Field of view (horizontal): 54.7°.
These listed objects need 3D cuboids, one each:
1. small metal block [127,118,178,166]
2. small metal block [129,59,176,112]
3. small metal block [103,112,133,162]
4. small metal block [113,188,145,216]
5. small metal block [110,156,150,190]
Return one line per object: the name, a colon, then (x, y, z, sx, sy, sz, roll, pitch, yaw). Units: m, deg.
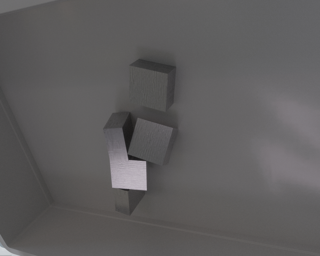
small metal block: (-0.009, 0.018, 0.410, 0.050, 0.025, 0.050, 17, 92, 18)
small metal block: (-0.010, -0.053, 0.381, 0.050, 0.025, 0.050, 16, 125, 19)
small metal block: (-0.054, 0.011, 0.424, 0.025, 0.050, 0.050, -3, 116, 9)
small metal block: (-0.046, 0.097, 0.477, 0.025, 0.050, 0.050, 14, 125, 21)
small metal block: (-0.042, 0.059, 0.441, 0.050, 0.025, 0.050, 3, 118, 6)
